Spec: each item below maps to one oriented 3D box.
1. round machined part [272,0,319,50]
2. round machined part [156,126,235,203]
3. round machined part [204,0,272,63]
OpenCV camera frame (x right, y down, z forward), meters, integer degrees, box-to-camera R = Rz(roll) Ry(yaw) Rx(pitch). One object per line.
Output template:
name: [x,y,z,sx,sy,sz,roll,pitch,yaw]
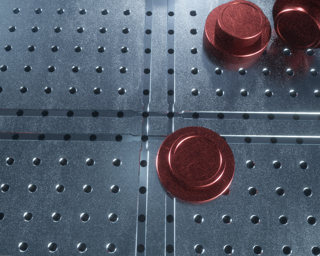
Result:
round machined part: [0.199,-0.147,0.428,0.098,0.098,0.042,38,75,12]
round machined part: [0.045,0.043,0.387,0.099,0.042,0.098,0,70,0]
round machined part: [0.116,-0.148,0.458,0.099,0.042,0.098,0,70,0]
